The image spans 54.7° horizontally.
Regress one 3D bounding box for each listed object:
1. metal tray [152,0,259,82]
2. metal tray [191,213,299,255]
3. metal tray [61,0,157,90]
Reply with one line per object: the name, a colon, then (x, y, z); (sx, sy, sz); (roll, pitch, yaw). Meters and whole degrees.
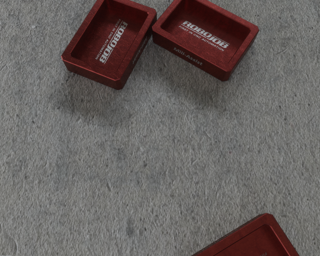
metal tray: (0.065, -0.138, 0.455); (0.130, 0.030, 0.090); (32, 73, 11)
metal tray: (0.091, 0.166, 0.345); (0.131, 0.030, 0.090); (-27, 72, -10)
metal tray: (-0.070, -0.129, 0.451); (0.090, 0.030, 0.130); (22, 71, 8)
